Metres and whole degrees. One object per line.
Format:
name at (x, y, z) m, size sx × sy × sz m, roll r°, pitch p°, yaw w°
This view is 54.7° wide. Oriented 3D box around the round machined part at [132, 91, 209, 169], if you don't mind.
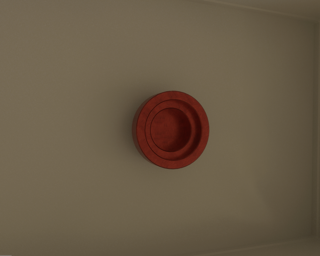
round machined part at (0.011, 0.002, 0.403) m, size 0.099 × 0.042 × 0.097 m, roll 0°, pitch 90°, yaw -21°
